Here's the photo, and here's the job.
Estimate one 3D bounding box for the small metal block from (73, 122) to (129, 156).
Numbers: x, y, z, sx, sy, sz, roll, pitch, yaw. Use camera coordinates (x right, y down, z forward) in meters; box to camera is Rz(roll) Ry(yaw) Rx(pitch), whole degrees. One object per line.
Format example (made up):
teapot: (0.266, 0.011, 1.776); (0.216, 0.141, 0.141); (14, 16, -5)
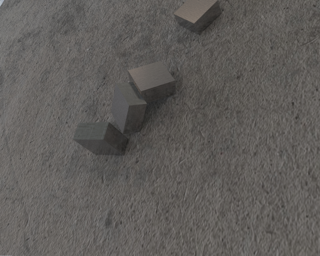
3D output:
small metal block: (-0.079, 0.015, 0.420); (0.050, 0.050, 0.025); (-1, 62, 28)

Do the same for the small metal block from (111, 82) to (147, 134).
small metal block: (-0.044, -0.028, 0.426); (0.025, 0.050, 0.050); (-8, 45, -28)

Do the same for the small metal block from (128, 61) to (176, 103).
small metal block: (-0.012, -0.065, 0.438); (0.050, 0.025, 0.050); (-20, 50, -14)

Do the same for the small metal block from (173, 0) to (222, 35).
small metal block: (0.059, -0.179, 0.483); (0.050, 0.025, 0.050); (-45, 51, -4)
